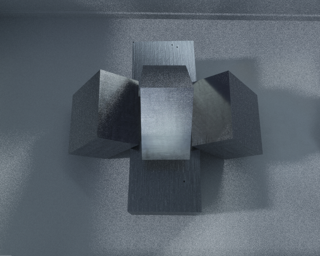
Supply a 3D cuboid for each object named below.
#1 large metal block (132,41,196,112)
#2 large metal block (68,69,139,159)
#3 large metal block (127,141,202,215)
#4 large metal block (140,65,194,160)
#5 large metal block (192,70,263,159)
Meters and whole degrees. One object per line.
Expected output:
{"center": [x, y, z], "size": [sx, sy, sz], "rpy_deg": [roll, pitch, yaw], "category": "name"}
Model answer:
{"center": [0.005, -0.068, 0.417], "size": [0.081, 0.050, 0.080], "rpy_deg": [-1, 70, -1], "category": "large metal block"}
{"center": [-0.069, -0.012, 0.375], "size": [0.050, 0.080, 0.080], "rpy_deg": [13, 66, -35], "category": "large metal block"}
{"center": [0.006, 0.062, 0.372], "size": [0.080, 0.050, 0.080], "rpy_deg": [1, 70, 0], "category": "large metal block"}
{"center": [0.006, -0.020, 0.344], "size": [0.050, 0.079, 0.080], "rpy_deg": [0, 26, -1], "category": "large metal block"}
{"center": [0.081, -0.011, 0.376], "size": [0.050, 0.080, 0.080], "rpy_deg": [-14, 66, 36], "category": "large metal block"}
